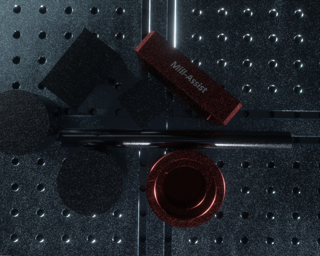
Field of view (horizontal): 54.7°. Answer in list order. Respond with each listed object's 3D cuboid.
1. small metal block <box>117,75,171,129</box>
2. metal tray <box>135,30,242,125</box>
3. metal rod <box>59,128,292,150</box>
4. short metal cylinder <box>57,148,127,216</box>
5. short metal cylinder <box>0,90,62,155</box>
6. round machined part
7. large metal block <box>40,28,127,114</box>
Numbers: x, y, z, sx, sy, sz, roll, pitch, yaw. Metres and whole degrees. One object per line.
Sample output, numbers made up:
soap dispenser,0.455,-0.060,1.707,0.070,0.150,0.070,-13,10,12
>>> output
small metal block,-0.021,-0.034,0.413,0.050,0.025,0.050,-39,90,0
metal tray,0.032,-0.056,0.380,0.130,0.090,0.030,40,90,0
metal rod,0.021,0.015,0.413,0.302,0.025,0.025,1,90,0
short metal cylinder,-0.085,0.066,0.400,0.081,0.050,0.080,0,90,0
short metal cylinder,-0.174,-0.007,0.399,0.081,0.050,0.080,0,90,0
round machined part,0.032,0.076,0.405,0.099,0.042,0.097,0,90,0
large metal block,-0.089,-0.066,0.385,0.050,0.080,0.080,39,90,-1
